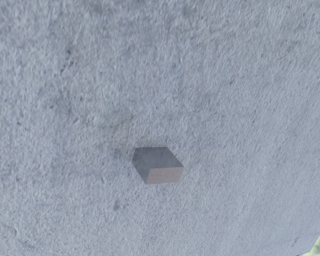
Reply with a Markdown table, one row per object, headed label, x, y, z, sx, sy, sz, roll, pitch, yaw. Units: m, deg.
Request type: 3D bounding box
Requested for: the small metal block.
| label | x | y | z | sx | sy | sz | roll | pitch | yaw |
| --- | --- | --- | --- | --- | --- | --- | --- | --- | --- |
| small metal block | -0.004 | 0.050 | 0.421 | 0.050 | 0.050 | 0.025 | 1 | 118 | -30 |
